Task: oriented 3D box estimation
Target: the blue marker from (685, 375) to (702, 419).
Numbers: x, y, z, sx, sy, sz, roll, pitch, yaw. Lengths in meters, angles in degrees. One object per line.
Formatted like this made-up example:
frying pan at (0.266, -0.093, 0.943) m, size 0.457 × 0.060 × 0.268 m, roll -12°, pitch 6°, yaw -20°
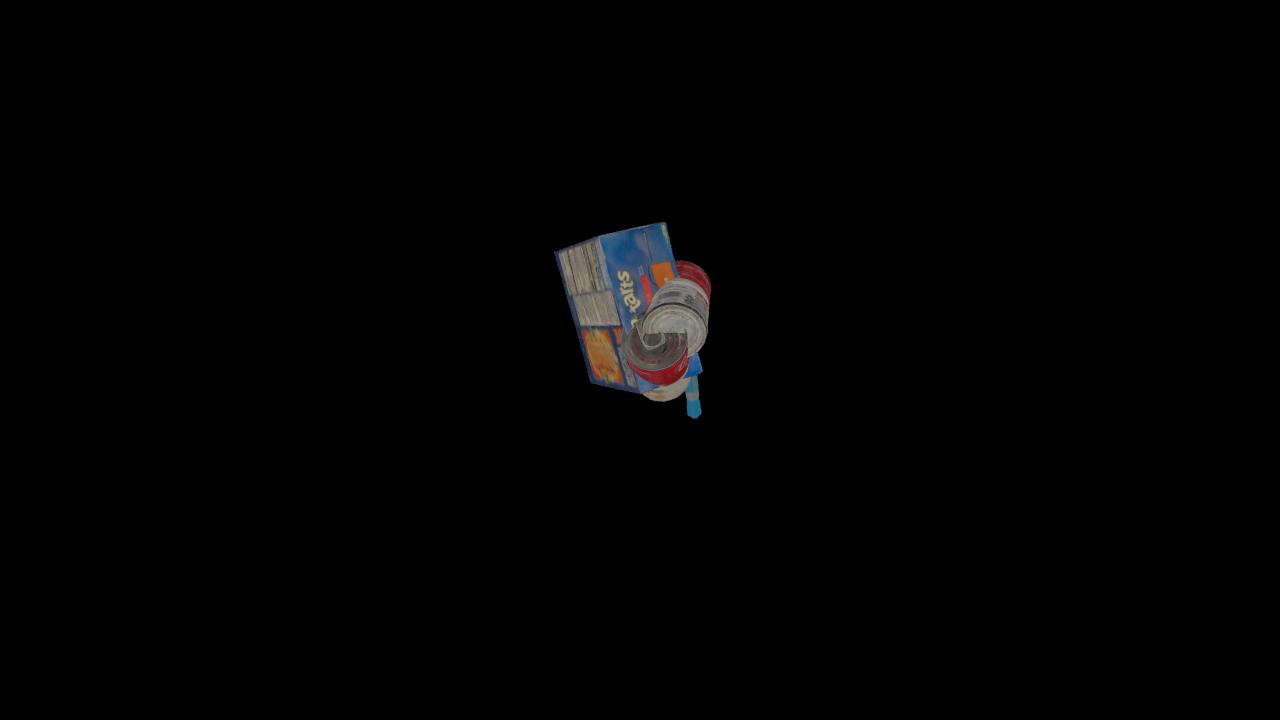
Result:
blue marker at (0.062, 0.020, 0.762) m, size 0.020 × 0.121 × 0.020 m, roll -7°, pitch 27°, yaw 4°

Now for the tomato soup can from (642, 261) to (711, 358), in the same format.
tomato soup can at (0.041, -0.054, 0.650) m, size 0.068 × 0.068 × 0.101 m, roll 0°, pitch 33°, yaw 8°

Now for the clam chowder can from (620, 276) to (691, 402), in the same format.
clam chowder can at (0.020, -0.002, 0.654) m, size 0.068 × 0.068 × 0.102 m, roll 0°, pitch -22°, yaw 7°

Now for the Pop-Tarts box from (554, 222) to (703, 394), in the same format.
Pop-Tarts box at (-0.016, -0.057, 0.692) m, size 0.083 × 0.167 × 0.141 m, roll -20°, pitch 11°, yaw -24°
